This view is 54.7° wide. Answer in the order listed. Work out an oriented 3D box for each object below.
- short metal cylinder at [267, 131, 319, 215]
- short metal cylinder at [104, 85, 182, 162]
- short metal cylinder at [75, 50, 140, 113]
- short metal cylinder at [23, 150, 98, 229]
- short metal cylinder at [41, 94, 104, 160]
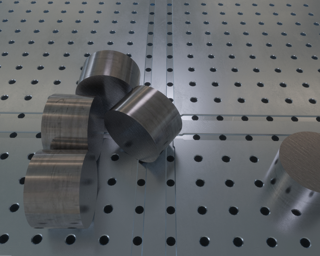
[{"bbox_3d":[0.169,0.050,0.350,0.081,0.050,0.080,0,50,0],"label":"short metal cylinder"},{"bbox_3d":[-0.020,-0.005,0.375,0.080,0.080,0.050,28,56,22],"label":"short metal cylinder"},{"bbox_3d":[-0.068,-0.058,0.420,0.080,0.080,0.050,1,50,1],"label":"short metal cylinder"},{"bbox_3d":[-0.098,0.062,0.319,0.050,0.080,0.080,0,50,0],"label":"short metal cylinder"},{"bbox_3d":[-0.101,0.000,0.371,0.050,0.080,0.080,3,50,2],"label":"short metal cylinder"}]
